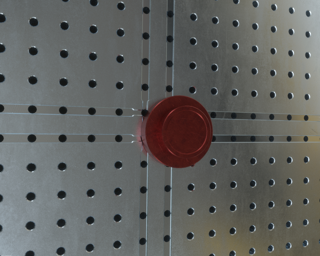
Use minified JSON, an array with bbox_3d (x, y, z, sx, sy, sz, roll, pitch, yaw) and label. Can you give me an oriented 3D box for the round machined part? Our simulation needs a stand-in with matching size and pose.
[{"bbox_3d":[0.028,0.005,0.414,0.099,0.042,0.097,0,90,-20],"label":"round machined part"}]
